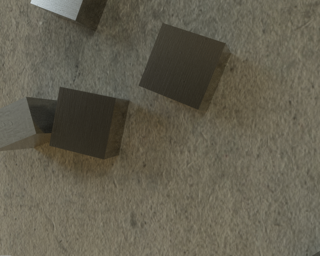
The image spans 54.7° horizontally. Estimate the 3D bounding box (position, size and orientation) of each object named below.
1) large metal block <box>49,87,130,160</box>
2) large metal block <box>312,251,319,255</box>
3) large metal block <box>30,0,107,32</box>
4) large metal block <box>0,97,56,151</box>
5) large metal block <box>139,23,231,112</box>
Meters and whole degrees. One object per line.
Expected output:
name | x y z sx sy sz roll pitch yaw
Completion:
large metal block | -0.095 -0.008 0.424 0.080 0.050 0.079 12 94 13
large metal block | 0.192 0.180 0.328 0.080 0.050 0.080 -42 77 15
large metal block | -0.122 -0.194 0.437 0.080 0.050 0.080 25 98 18
large metal block | -0.186 -0.004 0.444 0.080 0.080 0.050 -20 84 19
large metal block | 0.032 -0.073 0.384 0.080 0.050 0.080 24 98 18
